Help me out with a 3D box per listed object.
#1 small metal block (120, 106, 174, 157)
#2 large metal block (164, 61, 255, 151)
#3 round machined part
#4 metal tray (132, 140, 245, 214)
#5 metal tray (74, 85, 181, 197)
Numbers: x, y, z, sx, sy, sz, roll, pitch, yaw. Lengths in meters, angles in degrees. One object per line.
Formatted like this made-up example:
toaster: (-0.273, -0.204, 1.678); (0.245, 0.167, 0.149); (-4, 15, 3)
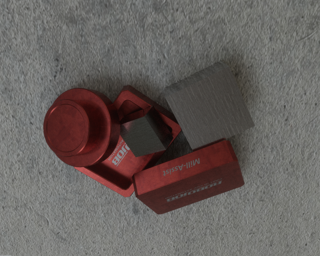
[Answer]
small metal block: (-0.020, 0.006, 0.388); (0.050, 0.025, 0.050); (-17, 114, 36)
large metal block: (0.060, -0.028, 0.388); (0.080, 0.050, 0.080); (-25, 108, 9)
round machined part: (-0.102, 0.000, 0.378); (0.098, 0.042, 0.097); (1, 91, 24)
metal tray: (0.040, 0.069, 0.410); (0.130, 0.030, 0.090); (-21, 145, 8)
metal tray: (-0.044, 0.020, 0.414); (0.090, 0.030, 0.129); (33, 107, -12)
